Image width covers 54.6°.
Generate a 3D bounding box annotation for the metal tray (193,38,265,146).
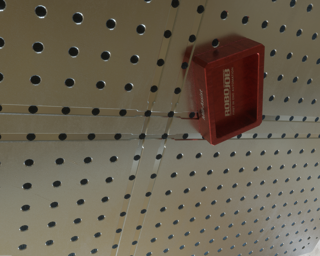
[{"bbox_3d":[0.098,-0.047,0.430,0.091,0.030,0.129,-22,127,-15],"label":"metal tray"}]
